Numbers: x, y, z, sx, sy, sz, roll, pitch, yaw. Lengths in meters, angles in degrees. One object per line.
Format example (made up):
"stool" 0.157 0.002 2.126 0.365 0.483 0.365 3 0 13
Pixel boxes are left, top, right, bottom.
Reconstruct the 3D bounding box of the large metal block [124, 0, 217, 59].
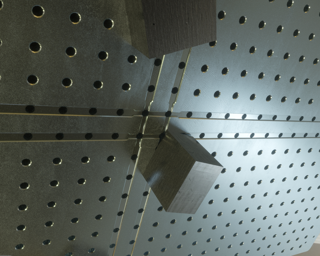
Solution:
"large metal block" 0.011 -0.127 0.323 0.081 0.050 0.079 -20 126 -17

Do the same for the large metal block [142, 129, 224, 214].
"large metal block" 0.029 0.060 0.430 0.050 0.080 0.080 16 110 -35
